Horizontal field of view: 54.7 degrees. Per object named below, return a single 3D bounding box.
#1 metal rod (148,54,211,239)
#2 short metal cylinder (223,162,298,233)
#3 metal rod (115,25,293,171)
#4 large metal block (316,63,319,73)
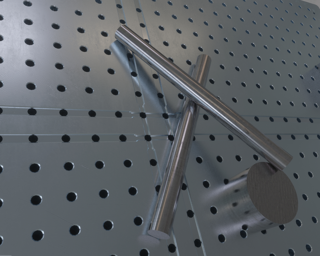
[{"bbox_3d":[0.036,0.001,0.426,0.025,0.025,0.300,27,52,-12],"label":"metal rod"},{"bbox_3d":[0.131,0.091,0.407,0.081,0.050,0.080,14,56,-21],"label":"short metal cylinder"},{"bbox_3d":[0.052,-0.049,0.433,0.300,0.025,0.025,41,50,12],"label":"metal rod"},{"bbox_3d":[0.406,-0.116,0.681,0.081,0.050,0.080,3,60,-27],"label":"large metal block"}]
